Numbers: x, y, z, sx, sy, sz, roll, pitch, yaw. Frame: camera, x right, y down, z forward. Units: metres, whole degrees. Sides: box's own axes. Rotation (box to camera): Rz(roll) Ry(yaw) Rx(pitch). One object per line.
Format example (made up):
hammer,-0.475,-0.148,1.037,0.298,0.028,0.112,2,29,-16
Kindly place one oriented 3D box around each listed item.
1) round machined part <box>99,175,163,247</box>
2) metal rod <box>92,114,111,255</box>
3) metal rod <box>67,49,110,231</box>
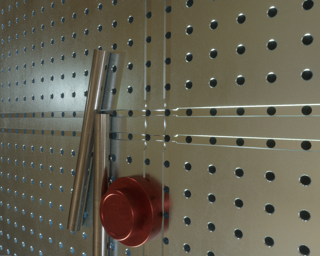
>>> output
round machined part,-0.047,0.118,0.435,0.098,0.042,0.097,0,90,39
metal rod,-0.092,0.128,0.482,0.025,0.025,0.298,2,91,39
metal rod,-0.118,0.025,0.503,0.025,0.025,0.298,18,101,38
